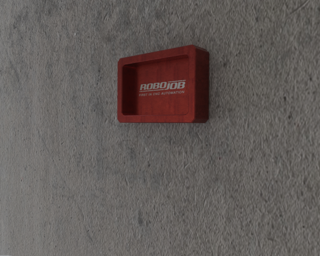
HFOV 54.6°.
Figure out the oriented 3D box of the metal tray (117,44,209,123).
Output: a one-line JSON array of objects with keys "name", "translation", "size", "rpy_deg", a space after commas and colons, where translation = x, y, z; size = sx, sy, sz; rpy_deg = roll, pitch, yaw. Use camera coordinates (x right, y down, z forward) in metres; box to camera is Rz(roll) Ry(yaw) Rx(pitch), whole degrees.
[{"name": "metal tray", "translation": [0.000, -0.051, 0.402], "size": [0.130, 0.030, 0.090], "rpy_deg": [1, 91, 40]}]
